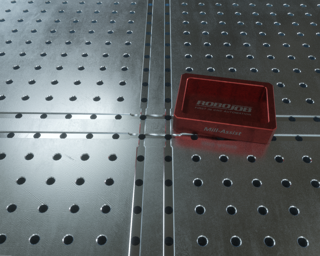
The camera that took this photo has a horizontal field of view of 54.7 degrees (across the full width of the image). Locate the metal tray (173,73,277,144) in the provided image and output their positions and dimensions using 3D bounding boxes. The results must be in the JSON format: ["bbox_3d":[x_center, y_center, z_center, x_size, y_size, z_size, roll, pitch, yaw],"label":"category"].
[{"bbox_3d":[0.089,-0.030,0.430,0.131,0.030,0.090,8,50,6],"label":"metal tray"}]
